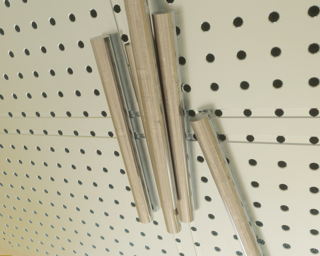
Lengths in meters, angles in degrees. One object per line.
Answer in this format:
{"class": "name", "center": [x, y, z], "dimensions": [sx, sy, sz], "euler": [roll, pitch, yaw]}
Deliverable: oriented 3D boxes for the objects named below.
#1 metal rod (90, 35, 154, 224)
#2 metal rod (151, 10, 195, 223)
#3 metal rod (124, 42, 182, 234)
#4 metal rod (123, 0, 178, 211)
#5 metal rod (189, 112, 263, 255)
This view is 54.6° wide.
{"class": "metal rod", "center": [-0.048, 0.019, 0.448], "dimensions": [0.025, 0.025, 0.298], "euler": [3, 120, 27]}
{"class": "metal rod", "center": [0.022, 0.006, 0.403], "dimensions": [0.025, 0.025, 0.298], "euler": [6, 121, 25]}
{"class": "metal rod", "center": [-0.003, 0.030, 0.432], "dimensions": [0.025, 0.025, 0.298], "euler": [3, 120, 27]}
{"class": "metal rod", "center": [-0.007, -0.022, 0.377], "dimensions": [0.025, 0.025, 0.298], "euler": [5, 119, 26]}
{"class": "metal rod", "center": [0.105, 0.115, 0.426], "dimensions": [0.025, 0.025, 0.299], "euler": [-11, 113, 33]}
